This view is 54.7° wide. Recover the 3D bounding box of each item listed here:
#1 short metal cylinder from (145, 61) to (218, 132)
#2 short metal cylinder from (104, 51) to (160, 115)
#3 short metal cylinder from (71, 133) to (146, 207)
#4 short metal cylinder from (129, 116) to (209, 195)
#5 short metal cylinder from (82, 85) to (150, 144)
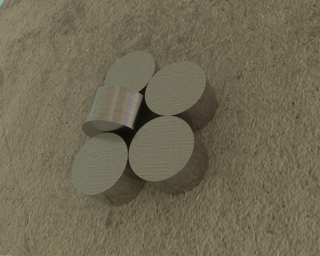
[{"bbox_3d":[0.028,-0.038,0.397,0.080,0.050,0.080,-13,57,21],"label":"short metal cylinder"},{"bbox_3d":[-0.032,-0.062,0.444,0.080,0.050,0.080,-14,56,21],"label":"short metal cylinder"},{"bbox_3d":[-0.062,0.053,0.390,0.080,0.050,0.080,-14,56,21],"label":"short metal cylinder"},{"bbox_3d":[0.011,0.032,0.363,0.080,0.050,0.080,-14,56,22],"label":"short metal cylinder"},{"bbox_3d":[-0.056,-0.012,0.407,0.080,0.080,0.050,-3,61,27],"label":"short metal cylinder"}]
